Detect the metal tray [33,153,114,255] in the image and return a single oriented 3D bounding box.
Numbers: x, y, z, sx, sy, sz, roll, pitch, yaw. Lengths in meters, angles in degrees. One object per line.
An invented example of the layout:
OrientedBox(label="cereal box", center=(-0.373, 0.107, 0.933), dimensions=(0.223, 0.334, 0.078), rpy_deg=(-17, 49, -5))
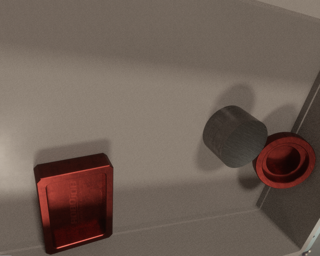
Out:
OrientedBox(label="metal tray", center=(-0.110, 0.101, 0.408), dimensions=(0.091, 0.030, 0.129), rpy_deg=(-9, 123, -24))

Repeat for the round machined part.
OrientedBox(label="round machined part", center=(0.207, 0.051, 0.529), dimensions=(0.099, 0.042, 0.097), rpy_deg=(0, 112, 0))

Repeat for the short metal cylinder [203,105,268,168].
OrientedBox(label="short metal cylinder", center=(0.112, 0.013, 0.464), dimensions=(0.081, 0.050, 0.079), rpy_deg=(-14, 125, -21))
